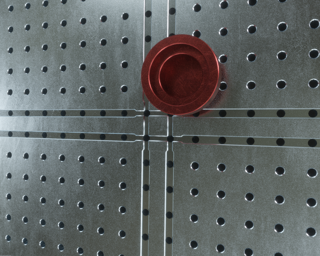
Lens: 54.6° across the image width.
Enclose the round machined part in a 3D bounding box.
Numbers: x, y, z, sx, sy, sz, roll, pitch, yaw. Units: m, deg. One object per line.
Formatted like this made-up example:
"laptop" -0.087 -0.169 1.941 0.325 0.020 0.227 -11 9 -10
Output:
"round machined part" 0.029 -0.064 0.394 0.098 0.042 0.097 0 90 20
